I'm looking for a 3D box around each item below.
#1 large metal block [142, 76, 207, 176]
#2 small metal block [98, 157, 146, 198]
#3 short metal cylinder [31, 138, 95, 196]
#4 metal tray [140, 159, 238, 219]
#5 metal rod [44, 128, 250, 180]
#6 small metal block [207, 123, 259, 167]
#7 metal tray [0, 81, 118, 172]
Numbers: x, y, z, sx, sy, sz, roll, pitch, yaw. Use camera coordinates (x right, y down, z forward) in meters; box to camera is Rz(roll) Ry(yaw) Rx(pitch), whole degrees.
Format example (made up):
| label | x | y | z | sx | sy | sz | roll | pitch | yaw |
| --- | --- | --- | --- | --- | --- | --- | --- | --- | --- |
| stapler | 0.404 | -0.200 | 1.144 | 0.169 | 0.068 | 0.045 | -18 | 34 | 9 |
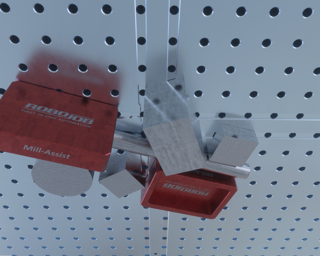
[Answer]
| label | x | y | z | sx | sy | sz | roll | pitch | yaw |
| --- | --- | --- | --- | --- | --- | --- | --- | --- | --- |
| large metal block | 0.018 | -0.002 | 0.375 | 0.050 | 0.080 | 0.080 | -14 | 129 | 12 |
| small metal block | -0.058 | 0.077 | 0.478 | 0.050 | 0.025 | 0.050 | -26 | 126 | 20 |
| short metal cylinder | -0.132 | 0.052 | 0.437 | 0.081 | 0.050 | 0.079 | 0 | 130 | 0 |
| metal tray | 0.044 | 0.098 | 0.491 | 0.131 | 0.030 | 0.089 | 14 | 129 | -12 |
| metal rod | -0.013 | 0.028 | 0.435 | 0.302 | 0.025 | 0.025 | 15 | 129 | -13 |
| small metal block | 0.101 | 0.025 | 0.433 | 0.050 | 0.025 | 0.050 | 13 | 129 | -11 |
| metal tray | -0.120 | -0.004 | 0.363 | 0.131 | 0.090 | 0.030 | 14 | 129 | -12 |
